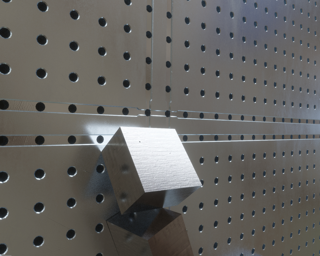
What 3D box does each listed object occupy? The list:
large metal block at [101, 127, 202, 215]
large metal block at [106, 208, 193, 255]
[{"bbox_3d":[-0.011,0.047,0.358,0.081,0.050,0.080,3,51,-40],"label":"large metal block"},{"bbox_3d":[-0.009,0.140,0.364,0.050,0.080,0.080,-27,108,-37],"label":"large metal block"}]
